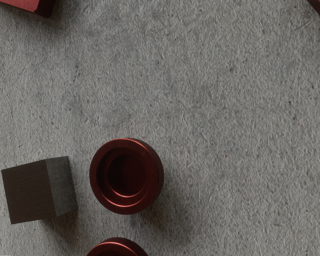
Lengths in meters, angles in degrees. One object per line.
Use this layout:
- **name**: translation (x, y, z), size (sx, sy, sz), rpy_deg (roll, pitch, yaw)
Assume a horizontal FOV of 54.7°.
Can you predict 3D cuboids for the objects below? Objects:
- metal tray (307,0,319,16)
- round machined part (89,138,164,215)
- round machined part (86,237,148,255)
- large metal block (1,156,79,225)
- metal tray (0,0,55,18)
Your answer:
- **metal tray**: translation (0.214, -0.191, 0.331), size (0.130, 0.030, 0.090), rpy_deg (-36, 79, 16)
- **round machined part**: translation (-0.041, 0.062, 0.413), size (0.098, 0.042, 0.097), rpy_deg (0, 90, 19)
- **round machined part**: translation (-0.052, 0.196, 0.417), size (0.098, 0.042, 0.097), rpy_deg (0, 90, 19)
- **large metal block**: translation (-0.176, 0.090, 0.456), size (0.080, 0.050, 0.080), rpy_deg (-14, 85, 19)
- **metal tray**: translation (-0.218, -0.233, 0.481), size (0.130, 0.030, 0.089), rpy_deg (22, 97, 18)
